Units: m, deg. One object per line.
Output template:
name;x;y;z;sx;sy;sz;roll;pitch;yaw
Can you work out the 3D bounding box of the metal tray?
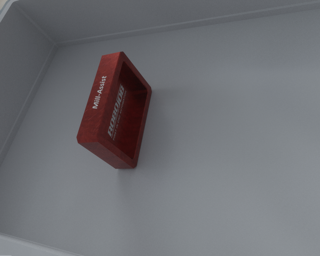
metal tray;-0.053;-0.022;0.406;0.030;0.090;0.130;-5;60;26
